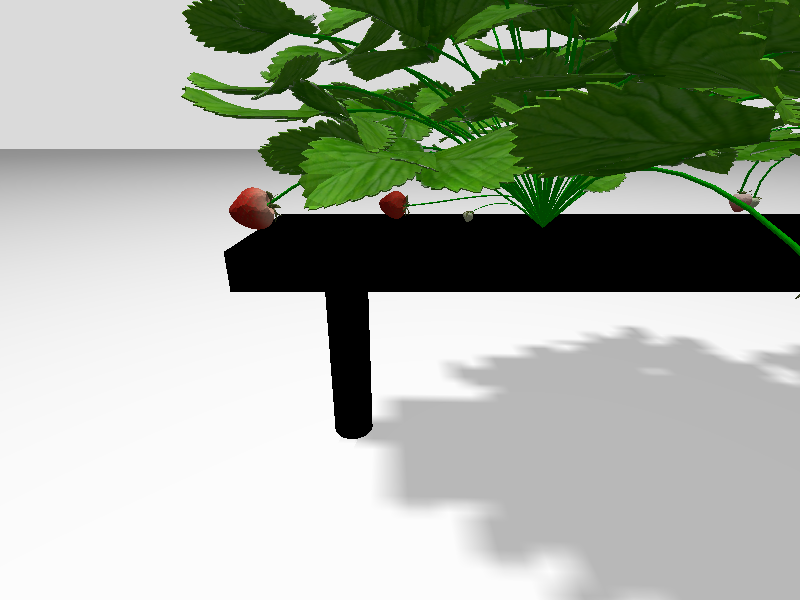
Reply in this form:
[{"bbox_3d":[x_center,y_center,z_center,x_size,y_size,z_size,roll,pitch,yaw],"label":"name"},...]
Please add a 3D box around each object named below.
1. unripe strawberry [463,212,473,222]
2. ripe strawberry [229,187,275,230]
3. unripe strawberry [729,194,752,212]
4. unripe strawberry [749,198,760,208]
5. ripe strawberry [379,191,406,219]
[{"bbox_3d":[0.065,-0.080,0.383,0.010,0.010,0.009,12,25,28],"label":"unripe strawberry"},{"bbox_3d":[-0.126,-0.076,0.340,0.036,0.035,0.034,-13,22,4],"label":"ripe strawberry"},{"bbox_3d":[0.363,-0.104,0.427,0.019,0.020,0.018,9,24,20],"label":"unripe strawberry"},{"bbox_3d":[0.395,-0.109,0.448,0.010,0.011,0.011,13,25,28],"label":"unripe strawberry"},{"bbox_3d":[-0.007,-0.092,0.389,0.027,0.026,0.025,7,23,18],"label":"ripe strawberry"}]
